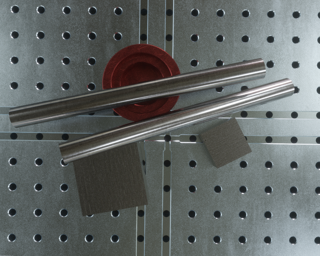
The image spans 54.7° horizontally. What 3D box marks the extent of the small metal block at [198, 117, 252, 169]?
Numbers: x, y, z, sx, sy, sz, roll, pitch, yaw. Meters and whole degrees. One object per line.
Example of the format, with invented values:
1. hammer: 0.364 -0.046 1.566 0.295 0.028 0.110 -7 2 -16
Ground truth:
1. small metal block: 0.086 0.019 0.415 0.050 0.025 0.050 -26 90 -1

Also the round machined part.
1. round machined part: -0.022 -0.056 0.405 0.099 0.042 0.097 0 90 -1

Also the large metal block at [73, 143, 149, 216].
1. large metal block: -0.061 0.061 0.400 0.080 0.050 0.080 -10 90 -1

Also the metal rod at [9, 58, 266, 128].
1. metal rod: -0.026 -0.042 0.371 0.302 0.025 0.025 -11 90 -1

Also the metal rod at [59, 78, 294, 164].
1. metal rod: 0.031 -0.013 0.382 0.302 0.025 0.025 -17 90 -13
